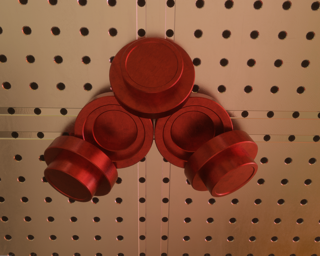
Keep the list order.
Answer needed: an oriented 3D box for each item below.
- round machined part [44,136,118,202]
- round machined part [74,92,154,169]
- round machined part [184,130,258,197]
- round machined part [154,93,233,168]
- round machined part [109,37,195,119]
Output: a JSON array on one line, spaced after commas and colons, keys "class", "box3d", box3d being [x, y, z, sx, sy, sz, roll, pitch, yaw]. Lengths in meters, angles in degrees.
[{"class": "round machined part", "box3d": [-0.108, 0.059, 0.400, 0.098, 0.042, 0.097, 16, 139, 15]}, {"class": "round machined part", "box3d": [-0.057, 0.000, 0.403, 0.099, 0.042, 0.097, 0, 110, -1]}, {"class": "round machined part", "box3d": [0.084, 0.052, 0.396, 0.099, 0.042, 0.097, -20, 143, -16]}, {"class": "round machined part", "box3d": [0.042, 0.001, 0.405, 0.099, 0.042, 0.097, 0, 110, -1]}, {"class": "round machined part", "box3d": [-0.009, -0.063, 0.354, 0.099, 0.042, 0.098, 0, 72, -1]}]
